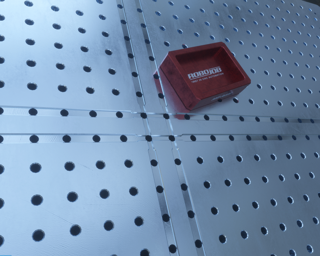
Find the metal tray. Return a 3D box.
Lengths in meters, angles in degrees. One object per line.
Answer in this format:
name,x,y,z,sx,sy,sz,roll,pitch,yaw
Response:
metal tray,0.076,-0.087,0.498,0.131,0.030,0.090,-20,73,-36
